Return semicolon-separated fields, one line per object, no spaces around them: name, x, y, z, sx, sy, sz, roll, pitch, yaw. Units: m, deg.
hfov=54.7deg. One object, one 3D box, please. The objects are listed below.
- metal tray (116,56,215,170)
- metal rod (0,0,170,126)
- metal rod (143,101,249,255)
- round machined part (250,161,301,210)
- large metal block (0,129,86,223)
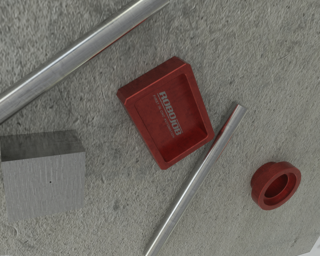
metal tray;0.013;-0.015;0.402;0.090;0.030;0.130;-33;129;-8
metal rod;-0.118;-0.049;0.312;0.301;0.025;0.025;-37;130;-4
metal rod;0.051;0.093;0.493;0.025;0.025;0.298;17;109;-35
round machined part;0.209;0.102;0.577;0.099;0.042;0.097;-14;125;-21
large metal block;-0.132;0.052;0.351;0.081;0.050;0.079;-6;121;-26
